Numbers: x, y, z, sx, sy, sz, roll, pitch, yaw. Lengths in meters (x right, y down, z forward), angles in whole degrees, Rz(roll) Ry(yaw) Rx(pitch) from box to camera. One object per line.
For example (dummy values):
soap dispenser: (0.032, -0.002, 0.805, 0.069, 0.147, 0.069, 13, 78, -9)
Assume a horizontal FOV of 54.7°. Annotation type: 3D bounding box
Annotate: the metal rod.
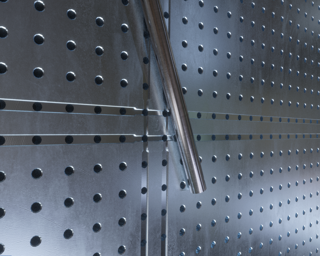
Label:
metal rod: (0.019, -0.049, 0.426, 0.025, 0.025, 0.298, -25, 106, -37)
